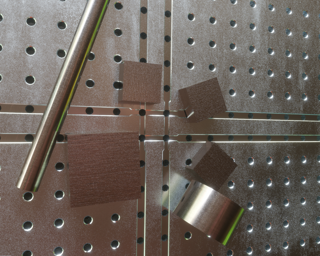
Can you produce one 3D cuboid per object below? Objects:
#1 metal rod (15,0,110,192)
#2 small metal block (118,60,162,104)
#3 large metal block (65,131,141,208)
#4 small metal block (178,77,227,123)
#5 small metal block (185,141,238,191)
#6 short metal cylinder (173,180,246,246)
[{"bbox_3d":[-0.105,-0.071,0.373,0.025,0.025,0.299,21,83,-19],"label":"metal rod"},{"bbox_3d":[-0.026,-0.058,0.404,0.050,0.025,0.050,3,89,-21],"label":"small metal block"},{"bbox_3d":[-0.070,0.045,0.374,0.081,0.050,0.079,-3,91,-20],"label":"large metal block"},{"bbox_3d":[0.060,-0.039,0.436,0.050,0.025,0.050,-21,98,-19],"label":"small metal block"},{"bbox_3d":[0.073,0.055,0.441,0.050,0.025,0.050,45,76,-15],"label":"small metal block"},{"bbox_3d":[0.064,0.111,0.409,0.080,0.080,0.050,36,79,-17],"label":"short metal cylinder"}]
